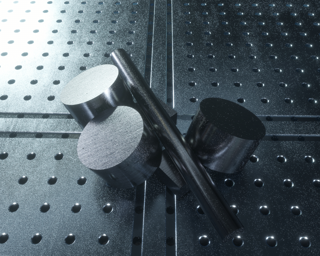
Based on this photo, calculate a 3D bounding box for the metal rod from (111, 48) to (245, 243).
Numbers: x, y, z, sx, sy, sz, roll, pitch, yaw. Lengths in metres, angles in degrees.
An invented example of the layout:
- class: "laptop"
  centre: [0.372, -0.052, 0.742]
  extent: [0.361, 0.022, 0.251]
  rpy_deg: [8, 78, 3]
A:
- class: "metal rod"
  centre: [0.003, -0.004, 0.373]
  extent: [0.025, 0.025, 0.300]
  rpy_deg: [-20, 53, -16]

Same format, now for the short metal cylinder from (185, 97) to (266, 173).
- class: "short metal cylinder"
  centre: [0.075, 0.007, 0.364]
  extent: [0.081, 0.050, 0.080]
  rpy_deg: [15, 33, -10]

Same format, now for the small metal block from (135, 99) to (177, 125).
- class: "small metal block"
  centre: [-0.013, -0.013, 0.414]
  extent: [0.050, 0.025, 0.050]
  rpy_deg: [-36, 59, -26]

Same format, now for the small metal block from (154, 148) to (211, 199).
- class: "small metal block"
  centre: [0.025, 0.046, 0.365]
  extent: [0.050, 0.025, 0.050]
  rpy_deg: [-33, 58, -25]

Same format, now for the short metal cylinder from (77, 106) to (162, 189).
- class: "short metal cylinder"
  centre: [-0.045, 0.022, 0.350]
  extent: [0.080, 0.050, 0.080]
  rpy_deg: [-13, 52, 18]

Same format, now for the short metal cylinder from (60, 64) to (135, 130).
- class: "short metal cylinder"
  centre: [-0.079, -0.038, 0.400]
  extent: [0.080, 0.050, 0.080]
  rpy_deg: [-16, 40, 14]
